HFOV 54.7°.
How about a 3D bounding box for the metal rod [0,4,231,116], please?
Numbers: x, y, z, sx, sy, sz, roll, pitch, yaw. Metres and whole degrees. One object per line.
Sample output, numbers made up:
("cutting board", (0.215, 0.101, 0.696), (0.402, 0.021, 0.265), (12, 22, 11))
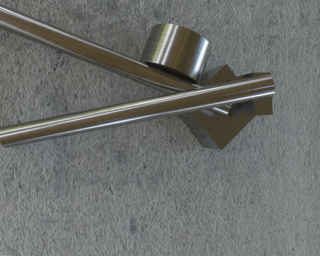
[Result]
("metal rod", (-0.057, -0.078, 0.359), (0.302, 0.025, 0.025), (21, 83, -8))

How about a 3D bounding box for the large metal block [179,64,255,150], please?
("large metal block", (0.075, -0.028, 0.424), (0.080, 0.050, 0.080), (-43, 103, -14))

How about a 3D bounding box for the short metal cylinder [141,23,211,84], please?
("short metal cylinder", (0.018, -0.087, 0.390), (0.080, 0.080, 0.050), (22, 83, -19))

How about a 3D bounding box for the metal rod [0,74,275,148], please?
("metal rod", (-0.026, -0.019, 0.345), (0.302, 0.025, 0.025), (-11, 94, 1))

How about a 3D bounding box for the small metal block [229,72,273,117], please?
("small metal block", (0.111, -0.040, 0.383), (0.025, 0.050, 0.050), (-4, 92, -20))
